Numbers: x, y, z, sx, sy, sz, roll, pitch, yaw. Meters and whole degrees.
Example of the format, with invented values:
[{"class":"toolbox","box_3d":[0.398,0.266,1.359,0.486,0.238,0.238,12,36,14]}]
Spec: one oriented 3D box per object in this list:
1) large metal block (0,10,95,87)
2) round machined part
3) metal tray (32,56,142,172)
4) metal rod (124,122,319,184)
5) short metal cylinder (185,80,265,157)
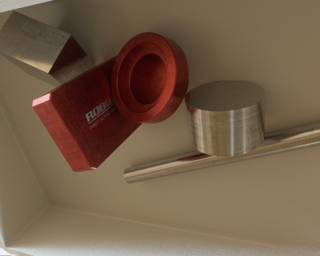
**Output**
[{"class":"large metal block","box_3d":[-0.139,-0.088,0.382,0.080,0.050,0.080,25,171,12]},{"class":"round machined part","box_3d":[-0.007,-0.054,0.348,0.098,0.042,0.097,-2,86,41]},{"class":"metal tray","box_3d":[-0.071,-0.021,0.363,0.030,0.131,0.090,-14,111,35]},{"class":"metal rod","box_3d":[0.071,0.036,0.392,0.300,0.025,0.025,-17,109,34]},{"class":"short metal cylinder","box_3d":[0.069,-0.013,0.328,0.080,0.080,0.050,5,121,25]}]
